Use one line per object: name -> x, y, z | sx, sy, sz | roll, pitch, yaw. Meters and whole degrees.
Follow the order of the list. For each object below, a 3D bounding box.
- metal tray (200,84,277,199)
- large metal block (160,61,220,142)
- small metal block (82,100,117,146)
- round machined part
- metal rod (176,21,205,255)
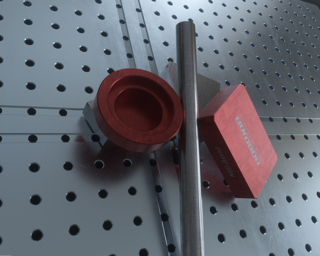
metal tray -> 0.106, 0.018, 0.414 | 0.090, 0.030, 0.130 | -45, 113, -38
large metal block -> 0.034, -0.033, 0.427 | 0.080, 0.050, 0.080 | 21, 54, -16
small metal block -> -0.058, -0.013, 0.381 | 0.050, 0.025, 0.050 | -25, 75, -37
round machined part -> -0.027, -0.016, 0.353 | 0.099, 0.042, 0.098 | 11, 58, -19
metal rod -> 0.034, 0.015, 0.362 | 0.025, 0.025, 0.299 | 6, 75, -25
